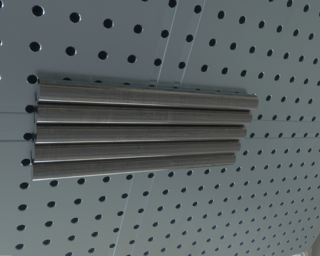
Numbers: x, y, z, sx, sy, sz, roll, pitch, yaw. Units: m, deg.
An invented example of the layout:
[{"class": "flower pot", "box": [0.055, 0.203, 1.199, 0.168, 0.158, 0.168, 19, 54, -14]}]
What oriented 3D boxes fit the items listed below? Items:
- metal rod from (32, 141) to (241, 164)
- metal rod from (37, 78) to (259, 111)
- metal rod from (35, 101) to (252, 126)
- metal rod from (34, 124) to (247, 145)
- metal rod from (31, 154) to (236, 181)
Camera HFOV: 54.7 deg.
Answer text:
[{"class": "metal rod", "box": [-0.011, 0.028, 0.424, 0.303, 0.025, 0.025, 0, 118, -29]}, {"class": "metal rod", "box": [0.007, -0.039, 0.393, 0.303, 0.025, 0.025, 0, 118, -29]}, {"class": "metal rod", "box": [0.001, -0.017, 0.403, 0.303, 0.025, 0.025, 0, 118, -29]}, {"class": "metal rod", "box": [-0.005, 0.006, 0.414, 0.303, 0.025, 0.025, 0, 118, -29]}, {"class": "metal rod", "box": [-0.017, 0.049, 0.434, 0.303, 0.025, 0.025, 0, 119, -29]}]
